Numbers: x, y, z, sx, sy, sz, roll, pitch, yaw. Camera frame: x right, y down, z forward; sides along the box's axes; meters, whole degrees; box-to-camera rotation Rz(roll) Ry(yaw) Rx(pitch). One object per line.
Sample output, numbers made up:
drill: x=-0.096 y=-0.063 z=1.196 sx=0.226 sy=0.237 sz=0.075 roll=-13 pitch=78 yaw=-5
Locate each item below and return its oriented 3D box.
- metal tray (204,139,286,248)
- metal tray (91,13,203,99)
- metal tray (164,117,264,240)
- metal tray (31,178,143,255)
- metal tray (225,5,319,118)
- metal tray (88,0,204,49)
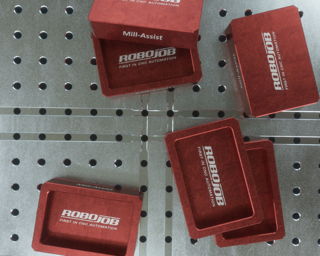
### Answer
metal tray: x=0.108 y=0.084 z=0.411 sx=0.090 sy=0.030 sz=0.129 roll=-8 pitch=90 yaw=0
metal tray: x=-0.017 y=-0.094 z=0.410 sx=0.131 sy=0.030 sz=0.090 roll=-10 pitch=90 yaw=0
metal tray: x=0.064 y=0.059 z=0.380 sx=0.090 sy=0.030 sz=0.129 roll=-15 pitch=90 yaw=0
metal tray: x=-0.093 y=0.122 z=0.410 sx=0.131 sy=0.030 sz=0.090 roll=9 pitch=90 yaw=0
metal tray: x=0.147 y=-0.086 z=0.412 sx=0.090 sy=0.030 sz=0.129 roll=-14 pitch=90 yaw=0
metal tray: x=-0.013 y=-0.149 z=0.386 sx=0.131 sy=0.030 sz=0.090 roll=8 pitch=64 yaw=5
